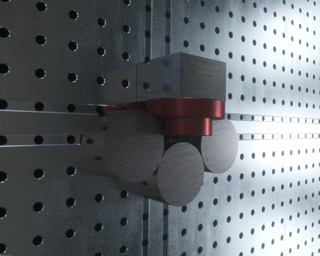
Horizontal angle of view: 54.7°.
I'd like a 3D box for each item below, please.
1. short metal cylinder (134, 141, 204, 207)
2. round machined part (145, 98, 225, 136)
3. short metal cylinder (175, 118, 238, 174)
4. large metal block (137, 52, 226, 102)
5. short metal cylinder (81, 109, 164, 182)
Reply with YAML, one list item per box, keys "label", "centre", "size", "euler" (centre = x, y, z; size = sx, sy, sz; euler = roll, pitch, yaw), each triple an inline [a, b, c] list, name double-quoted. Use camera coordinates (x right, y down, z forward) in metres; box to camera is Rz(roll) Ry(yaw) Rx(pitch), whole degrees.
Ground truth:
- label: "short metal cylinder"
  centre: [0.012, 0.057, 0.403]
  size: [0.081, 0.050, 0.079]
  euler: [0, 90, -40]
- label: "round machined part"
  centre: [0.031, -0.011, 0.385]
  size: [0.099, 0.098, 0.042]
  euler: [2, 88, -40]
- label: "short metal cylinder"
  centre: [0.069, 0.024, 0.451]
  size: [0.081, 0.050, 0.079]
  euler: [0, 90, -40]
- label: "large metal block"
  centre: [0.027, -0.058, 0.395]
  size: [0.081, 0.080, 0.050]
  euler: [1, 90, -40]
- label: "short metal cylinder"
  centre: [-0.042, 0.019, 0.358]
  size: [0.081, 0.050, 0.079]
  euler: [0, 90, -40]
